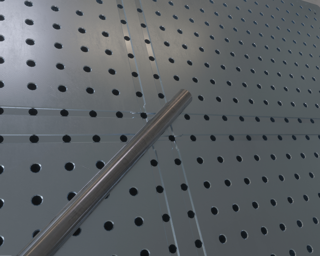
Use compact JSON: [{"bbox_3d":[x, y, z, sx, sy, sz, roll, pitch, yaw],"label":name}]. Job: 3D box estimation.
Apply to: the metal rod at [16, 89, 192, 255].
[{"bbox_3d":[-0.043,0.040,0.360,0.025,0.025,0.301,42,51,1],"label":"metal rod"}]
